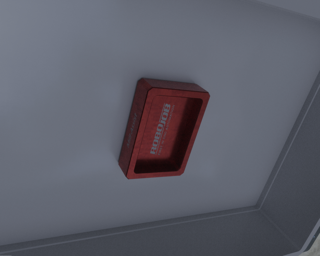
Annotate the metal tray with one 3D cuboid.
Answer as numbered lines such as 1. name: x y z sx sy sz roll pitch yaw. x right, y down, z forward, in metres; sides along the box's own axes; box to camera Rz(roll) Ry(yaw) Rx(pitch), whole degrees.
1. metal tray: 0.004 0.004 0.408 0.091 0.030 0.129 1 118 -30
